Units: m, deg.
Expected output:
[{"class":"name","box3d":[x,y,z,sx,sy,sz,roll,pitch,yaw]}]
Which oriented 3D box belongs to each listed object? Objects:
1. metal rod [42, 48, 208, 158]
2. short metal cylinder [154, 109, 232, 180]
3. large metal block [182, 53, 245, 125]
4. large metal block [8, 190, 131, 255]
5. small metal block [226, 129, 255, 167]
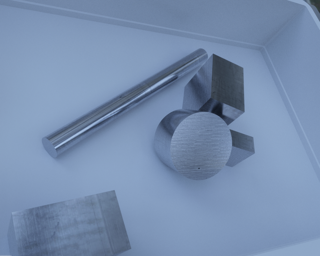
[{"class":"metal rod","box3d":[-0.024,-0.050,0.424,0.025,0.025,0.302,49,51,5]},{"class":"short metal cylinder","box3d":[0.039,0.018,0.378,0.081,0.050,0.079,-3,98,-22]},{"class":"large metal block","box3d":[0.073,-0.042,0.437,0.050,0.080,0.080,21,54,-16]},{"class":"large metal block","box3d":[-0.082,0.098,0.267,0.081,0.080,0.050,-7,65,-32]},{"class":"small metal block","box3d":[0.092,0.027,0.425,0.050,0.050,0.025,18,55,-19]}]
